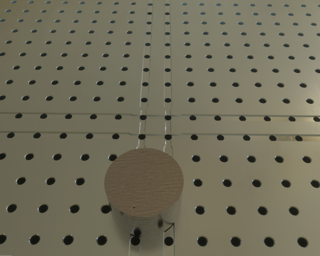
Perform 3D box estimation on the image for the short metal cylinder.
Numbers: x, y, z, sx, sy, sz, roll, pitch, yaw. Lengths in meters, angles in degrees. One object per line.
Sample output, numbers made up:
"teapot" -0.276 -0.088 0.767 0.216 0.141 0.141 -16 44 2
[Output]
"short metal cylinder" -0.016 0.068 0.334 0.081 0.050 0.080 0 50 0
